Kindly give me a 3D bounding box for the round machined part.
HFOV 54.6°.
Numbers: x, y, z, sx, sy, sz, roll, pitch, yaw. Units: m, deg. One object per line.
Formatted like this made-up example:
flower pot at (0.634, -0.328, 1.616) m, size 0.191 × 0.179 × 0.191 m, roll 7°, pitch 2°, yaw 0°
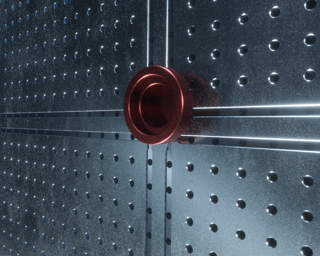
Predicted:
round machined part at (0.002, -0.028, 0.398) m, size 0.098 × 0.042 × 0.097 m, roll 0°, pitch 90°, yaw 40°
